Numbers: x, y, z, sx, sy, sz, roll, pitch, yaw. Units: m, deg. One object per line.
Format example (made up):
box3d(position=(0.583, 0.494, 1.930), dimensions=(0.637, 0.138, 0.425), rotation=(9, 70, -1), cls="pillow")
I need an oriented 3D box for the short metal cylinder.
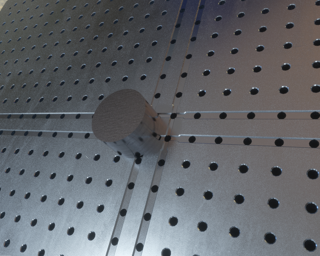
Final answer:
box3d(position=(-0.044, -0.006, 0.420), dimensions=(0.080, 0.050, 0.080), rotation=(-13, 56, 21), cls="short metal cylinder")
